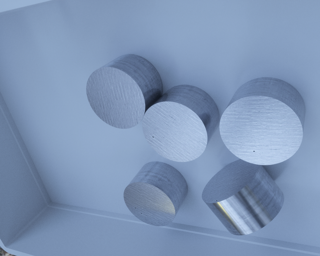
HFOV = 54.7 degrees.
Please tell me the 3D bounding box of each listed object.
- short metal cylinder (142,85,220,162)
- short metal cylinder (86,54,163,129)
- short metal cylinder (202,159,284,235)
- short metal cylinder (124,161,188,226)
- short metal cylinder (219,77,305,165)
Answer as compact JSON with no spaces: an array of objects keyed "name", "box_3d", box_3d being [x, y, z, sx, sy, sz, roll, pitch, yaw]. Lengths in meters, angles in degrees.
[{"name":"short metal cylinder","box_3d":[0.026,-0.006,0.374,0.080,0.050,0.079,13,124,20]},{"name":"short metal cylinder","box_3d":[-0.043,-0.046,0.385,0.080,0.050,0.079,13,124,20]},{"name":"short metal cylinder","box_3d":[0.098,0.080,0.370,0.080,0.080,0.050,-32,101,38]},{"name":"short metal cylinder","box_3d":[-0.006,0.096,0.453,0.080,0.050,0.079,13,124,20]},{"name":"short metal cylinder","box_3d":[0.110,-0.008,0.330,0.080,0.050,0.079,13,124,20]}]
